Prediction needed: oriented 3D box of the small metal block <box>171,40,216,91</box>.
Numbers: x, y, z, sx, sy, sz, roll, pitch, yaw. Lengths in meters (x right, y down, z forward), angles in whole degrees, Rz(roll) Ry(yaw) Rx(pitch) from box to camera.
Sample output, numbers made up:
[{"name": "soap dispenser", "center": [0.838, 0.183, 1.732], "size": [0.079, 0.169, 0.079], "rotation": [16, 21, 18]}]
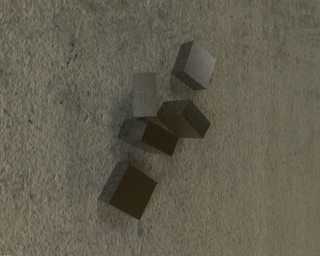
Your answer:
[{"name": "small metal block", "center": [0.049, -0.089, 0.445], "size": [0.050, 0.025, 0.050], "rotation": [31, 71, -36]}]

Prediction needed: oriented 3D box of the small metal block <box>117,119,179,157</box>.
[{"name": "small metal block", "center": [-0.015, 0.012, 0.375], "size": [0.050, 0.050, 0.025], "rotation": [30, 74, -36]}]

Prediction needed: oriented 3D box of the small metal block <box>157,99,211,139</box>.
[{"name": "small metal block", "center": [0.031, -0.011, 0.414], "size": [0.050, 0.050, 0.025], "rotation": [45, 63, -31]}]

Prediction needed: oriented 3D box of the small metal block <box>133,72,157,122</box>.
[{"name": "small metal block", "center": [-0.017, -0.034, 0.368], "size": [0.025, 0.050, 0.050], "rotation": [-2, 83, 0]}]

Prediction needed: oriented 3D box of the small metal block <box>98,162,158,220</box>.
[{"name": "small metal block", "center": [-0.038, 0.076, 0.373], "size": [0.050, 0.025, 0.050], "rotation": [40, 66, -33]}]
